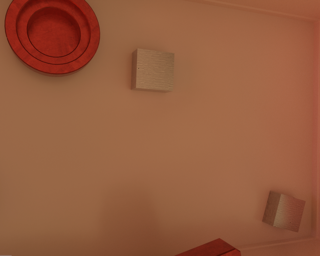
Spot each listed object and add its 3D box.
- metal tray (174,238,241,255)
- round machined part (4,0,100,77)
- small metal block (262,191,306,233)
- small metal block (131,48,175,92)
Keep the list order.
[{"bbox_3d":[0.043,0.186,0.299,0.091,0.030,0.129,-13,95,-20],"label":"metal tray"},{"bbox_3d":[-0.122,-0.107,0.357,0.099,0.042,0.097,0,90,-21],"label":"round machined part"},{"bbox_3d":[0.194,0.130,0.485,0.050,0.025,0.050,19,84,-20],"label":"small metal block"},{"bbox_3d":[-0.010,-0.074,0.408,0.050,0.025,0.050,2,89,-21],"label":"small metal block"}]
